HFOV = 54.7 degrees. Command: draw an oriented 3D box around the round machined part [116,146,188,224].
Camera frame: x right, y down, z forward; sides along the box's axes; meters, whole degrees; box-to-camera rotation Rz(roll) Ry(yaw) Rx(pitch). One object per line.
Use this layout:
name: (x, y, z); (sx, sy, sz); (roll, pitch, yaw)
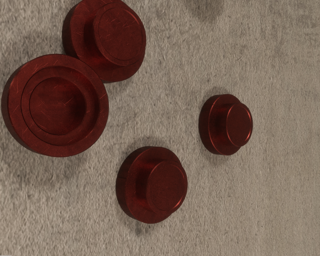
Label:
round machined part: (-0.003, 0.073, 0.393); (0.099, 0.042, 0.097); (0, 90, -40)

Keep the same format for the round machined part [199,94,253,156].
round machined part: (0.110, -0.005, 0.488); (0.099, 0.042, 0.097); (0, 90, -40)

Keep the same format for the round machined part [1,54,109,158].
round machined part: (-0.104, -0.021, 0.307); (0.099, 0.042, 0.097); (0, 90, -40)

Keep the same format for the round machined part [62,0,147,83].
round machined part: (-0.054, -0.101, 0.349); (0.099, 0.042, 0.097); (0, 90, -40)
